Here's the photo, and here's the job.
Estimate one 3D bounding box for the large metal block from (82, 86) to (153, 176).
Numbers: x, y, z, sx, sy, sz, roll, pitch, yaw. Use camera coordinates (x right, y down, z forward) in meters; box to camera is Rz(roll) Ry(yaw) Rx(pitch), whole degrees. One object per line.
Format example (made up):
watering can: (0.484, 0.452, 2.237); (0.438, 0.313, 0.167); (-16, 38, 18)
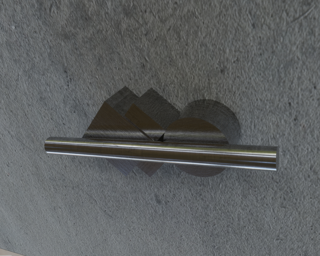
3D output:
large metal block: (-0.046, 0.005, 0.418); (0.080, 0.050, 0.080); (41, 129, 0)

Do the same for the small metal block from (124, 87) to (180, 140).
small metal block: (-0.008, -0.018, 0.386); (0.050, 0.050, 0.025); (40, 129, 0)

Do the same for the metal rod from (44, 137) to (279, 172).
metal rod: (-0.020, 0.027, 0.368); (0.300, 0.025, 0.025); (1, 119, 27)

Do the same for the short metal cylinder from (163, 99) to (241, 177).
short metal cylinder: (0.051, 0.012, 0.371); (0.080, 0.050, 0.079); (13, 124, 21)

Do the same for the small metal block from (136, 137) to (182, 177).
small metal block: (0.000, 0.030, 0.412); (0.025, 0.050, 0.050); (41, 129, 0)
